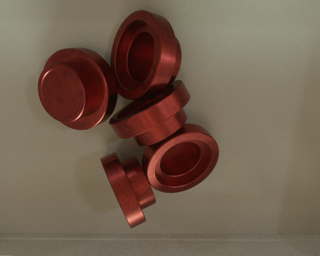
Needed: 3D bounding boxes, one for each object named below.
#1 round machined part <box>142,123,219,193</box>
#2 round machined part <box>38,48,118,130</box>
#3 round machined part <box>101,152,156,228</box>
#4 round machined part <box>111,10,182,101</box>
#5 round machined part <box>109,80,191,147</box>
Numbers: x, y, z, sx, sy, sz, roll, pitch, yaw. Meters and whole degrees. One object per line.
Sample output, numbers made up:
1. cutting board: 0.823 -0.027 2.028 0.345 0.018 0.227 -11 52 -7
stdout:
1. round machined part: 0.023 0.034 0.403 0.099 0.042 0.097 -12 127 -16
2. round machined part: -0.103 -0.044 0.365 0.098 0.042 0.097 8 109 24
3. round machined part: -0.038 0.075 0.403 0.042 0.098 0.097 -24 110 -11
4. round machined part: -0.013 -0.079 0.353 0.042 0.098 0.097 2 115 -39
5. round machined part: -0.007 -0.014 0.367 0.098 0.098 0.042 -27 106 9
